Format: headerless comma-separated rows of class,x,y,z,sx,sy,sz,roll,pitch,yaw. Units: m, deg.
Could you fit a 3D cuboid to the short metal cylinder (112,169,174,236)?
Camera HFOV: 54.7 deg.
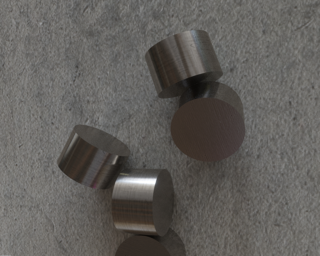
short metal cylinder,-0.018,0.091,0.385,0.050,0.080,0.079,-2,90,20

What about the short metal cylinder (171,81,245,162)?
short metal cylinder,0.056,-0.008,0.358,0.080,0.050,0.079,5,119,9

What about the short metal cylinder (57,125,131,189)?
short metal cylinder,-0.086,0.037,0.409,0.080,0.080,0.050,32,100,17

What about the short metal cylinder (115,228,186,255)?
short metal cylinder,-0.011,0.170,0.399,0.080,0.050,0.079,0,90,19

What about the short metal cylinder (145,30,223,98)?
short metal cylinder,0.028,-0.073,0.369,0.080,0.080,0.050,-21,83,18
